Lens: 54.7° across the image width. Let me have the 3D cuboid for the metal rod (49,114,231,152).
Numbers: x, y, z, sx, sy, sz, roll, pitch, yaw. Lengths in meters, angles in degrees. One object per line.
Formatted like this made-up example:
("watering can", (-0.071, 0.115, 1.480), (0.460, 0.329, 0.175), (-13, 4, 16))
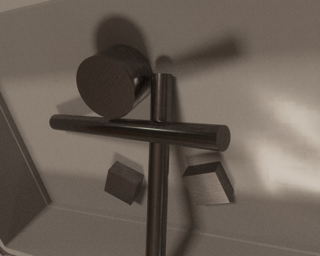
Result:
("metal rod", (-0.052, 0.000, 0.386), (0.300, 0.025, 0.025), (5, 122, 42))

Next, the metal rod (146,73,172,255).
("metal rod", (-0.003, 0.084, 0.381), (0.025, 0.025, 0.298), (4, 95, 26))

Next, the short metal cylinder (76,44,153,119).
("short metal cylinder", (-0.055, -0.058, 0.384), (0.080, 0.050, 0.079), (13, 124, 20))

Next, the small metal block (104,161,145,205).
("small metal block", (-0.057, 0.087, 0.491), (0.050, 0.025, 0.050), (26, 127, 11))

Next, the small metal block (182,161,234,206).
("small metal block", (0.065, 0.076, 0.420), (0.050, 0.025, 0.050), (-15, 111, 34))
